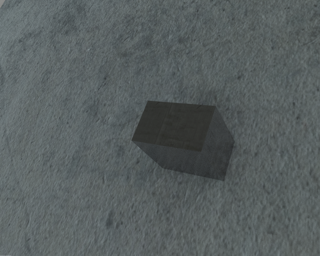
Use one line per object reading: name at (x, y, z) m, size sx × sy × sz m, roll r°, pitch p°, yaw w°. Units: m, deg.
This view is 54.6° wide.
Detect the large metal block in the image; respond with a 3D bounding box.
large metal block at (0.029, 0.015, 0.345) m, size 0.080 × 0.080 × 0.050 m, roll 7°, pitch 66°, yaw 31°
